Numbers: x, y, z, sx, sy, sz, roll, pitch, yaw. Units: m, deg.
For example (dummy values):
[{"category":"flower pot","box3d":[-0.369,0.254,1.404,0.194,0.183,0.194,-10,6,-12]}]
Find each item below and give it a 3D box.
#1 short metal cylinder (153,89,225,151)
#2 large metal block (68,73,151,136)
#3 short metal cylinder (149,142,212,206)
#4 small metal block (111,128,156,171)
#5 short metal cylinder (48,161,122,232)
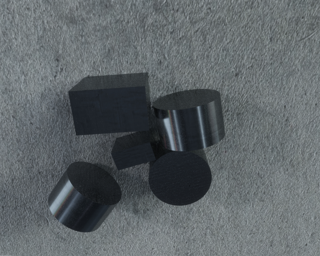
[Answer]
[{"category":"short metal cylinder","box3d":[0.036,-0.012,0.376,0.080,0.080,0.050,-10,110,3]},{"category":"large metal block","box3d":[-0.054,-0.032,0.368,0.080,0.080,0.050,-4,110,1]},{"category":"short metal cylinder","box3d":[0.026,0.057,0.417,0.081,0.050,0.079,0,110,0]},{"category":"small metal block","box3d":[-0.033,0.027,0.406,0.050,0.050,0.025,-17,109,6]},{"category":"short metal cylinder","box3d":[-0.099,0.090,0.413,0.080,0.080,0.050,33,107,-12]}]
